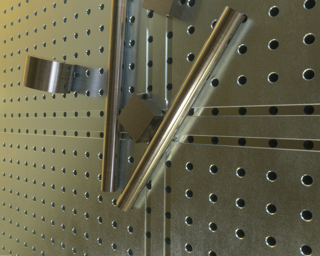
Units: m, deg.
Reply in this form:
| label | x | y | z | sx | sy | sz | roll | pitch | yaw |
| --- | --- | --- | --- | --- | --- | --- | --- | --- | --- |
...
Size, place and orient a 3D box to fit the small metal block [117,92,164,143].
| label | x | y | z | sx | sy | sz | roll | pitch | yaw |
| --- | --- | --- | --- | --- | --- | --- | --- | --- | --- |
| small metal block | -0.026 | -0.015 | 0.431 | 0.050 | 0.025 | 0.050 | 51 | 120 | 28 |

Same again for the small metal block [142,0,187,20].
| label | x | y | z | sx | sy | sz | roll | pitch | yaw |
| --- | --- | --- | --- | --- | --- | --- | --- | --- | --- |
| small metal block | 0.009 | -0.174 | 0.402 | 0.050 | 0.025 | 0.050 | 30 | 109 | 36 |

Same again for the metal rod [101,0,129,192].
| label | x | y | z | sx | sy | sz | roll | pitch | yaw |
| --- | --- | --- | --- | --- | --- | --- | --- | --- | --- |
| metal rod | -0.068 | -0.054 | 0.465 | 0.025 | 0.025 | 0.298 | 6 | 94 | 40 |

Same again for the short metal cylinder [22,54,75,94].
| label | x | y | z | sx | sy | sz | roll | pitch | yaw |
| --- | --- | --- | --- | --- | --- | --- | --- | --- | --- |
| short metal cylinder | -0.190 | -0.092 | 0.531 | 0.080 | 0.081 | 0.050 | 21 | 104 | 38 |

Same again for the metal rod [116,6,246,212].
| label | x | y | z | sx | sy | sz | roll | pitch | yaw |
| --- | --- | --- | --- | --- | --- | --- | --- | --- | --- |
| metal rod | 0.015 | -0.008 | 0.396 | 0.025 | 0.025 | 0.298 | 43 | 116 | 31 |
